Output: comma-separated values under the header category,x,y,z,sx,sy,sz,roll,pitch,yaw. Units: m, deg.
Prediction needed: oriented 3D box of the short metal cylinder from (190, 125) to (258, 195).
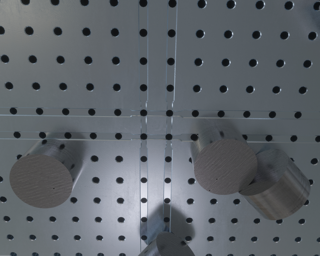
category,x,y,z,sx,sy,sz,roll,pitch,yaw
short metal cylinder,0.083,0.042,0.416,0.081,0.050,0.079,0,110,0

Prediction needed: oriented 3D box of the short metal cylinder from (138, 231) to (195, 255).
category,x,y,z,sx,sy,sz,roll,pitch,yaw
short metal cylinder,0.011,0.202,0.459,0.080,0.080,0.050,36,106,-12

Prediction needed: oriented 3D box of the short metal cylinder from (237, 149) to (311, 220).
category,x,y,z,sx,sy,sz,roll,pitch,yaw
short metal cylinder,0.148,0.074,0.413,0.080,0.080,0.050,-40,106,13

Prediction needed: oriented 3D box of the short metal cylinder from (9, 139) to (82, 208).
category,x,y,z,sx,sy,sz,roll,pitch,yaw
short metal cylinder,-0.152,0.061,0.421,0.081,0.050,0.079,0,110,0
